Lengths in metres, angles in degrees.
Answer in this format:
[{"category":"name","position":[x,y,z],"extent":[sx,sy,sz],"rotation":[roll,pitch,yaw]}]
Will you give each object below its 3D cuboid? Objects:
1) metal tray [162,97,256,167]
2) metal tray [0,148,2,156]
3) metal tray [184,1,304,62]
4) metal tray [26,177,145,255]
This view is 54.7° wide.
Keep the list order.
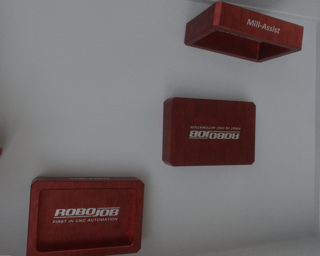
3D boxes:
[{"category":"metal tray","position":[0.070,0.006,0.434],"extent":[0.131,0.030,0.089],"rotation":[1,90,-20]},{"category":"metal tray","position":[-0.203,0.048,0.278],"extent":[0.030,0.130,0.090],"rotation":[29,81,-2]},{"category":"metal tray","position":[0.110,-0.123,0.415],"extent":[0.131,0.090,0.030],"rotation":[8,88,-20]},{"category":"metal tray","position":[-0.088,0.106,0.375],"extent":[0.131,0.030,0.089],"rotation":[3,89,-20]}]
